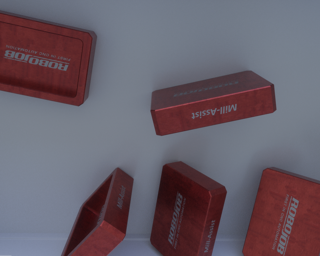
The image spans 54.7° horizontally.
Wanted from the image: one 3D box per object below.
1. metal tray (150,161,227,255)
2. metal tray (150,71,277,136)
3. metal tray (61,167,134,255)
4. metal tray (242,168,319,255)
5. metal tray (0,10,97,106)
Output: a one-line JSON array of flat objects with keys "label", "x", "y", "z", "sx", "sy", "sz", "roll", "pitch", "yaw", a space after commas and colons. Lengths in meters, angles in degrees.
[{"label": "metal tray", "x": 0.034, "y": 0.121, "z": 0.417, "sx": 0.030, "sy": 0.090, "sz": 0.129, "roll": -4, "pitch": 111, "yaw": -40}, {"label": "metal tray", "x": 0.057, "y": -0.033, "z": 0.365, "sx": 0.131, "sy": 0.090, "sz": 0.030, "roll": -12, "pitch": 110, "yaw": 4}, {"label": "metal tray", "x": -0.078, "y": 0.117, "z": 0.397, "sx": 0.030, "sy": 0.130, "sz": 0.090, "roll": 40, "pitch": 105, "yaw": -14}, {"label": "metal tray", "x": 0.172, "y": 0.127, "z": 0.414, "sx": 0.090, "sy": 0.030, "sz": 0.129, "roll": 16, "pitch": 96, "yaw": 35}, {"label": "metal tray", "x": -0.150, "y": -0.084, "z": 0.375, "sx": 0.131, "sy": 0.030, "sz": 0.089, "roll": 11, "pitch": 110, "yaw": -5}]
